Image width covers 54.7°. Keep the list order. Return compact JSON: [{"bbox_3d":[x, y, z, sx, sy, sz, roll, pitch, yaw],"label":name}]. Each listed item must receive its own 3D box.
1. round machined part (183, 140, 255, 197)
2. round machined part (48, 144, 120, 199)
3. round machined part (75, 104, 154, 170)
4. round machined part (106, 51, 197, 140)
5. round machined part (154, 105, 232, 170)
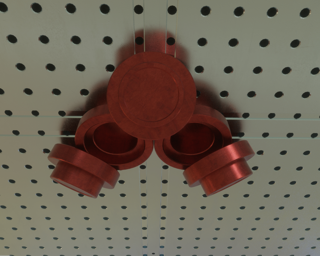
[{"bbox_3d":[0.084,0.058,0.416,0.099,0.042,0.098,-24,162,-8],"label":"round machined part"},{"bbox_3d":[-0.108,0.063,0.422,0.098,0.042,0.098,20,158,9],"label":"round machined part"},{"bbox_3d":[-0.057,0.007,0.405,0.099,0.042,0.097,-1,130,0],"label":"round machined part"},{"bbox_3d":[-0.009,-0.035,0.337,0.099,0.042,0.097,0,92,-1],"label":"round machined part"},{"bbox_3d":[0.042,0.008,0.408,0.099,0.042,0.097,-1,130,0],"label":"round machined part"}]
